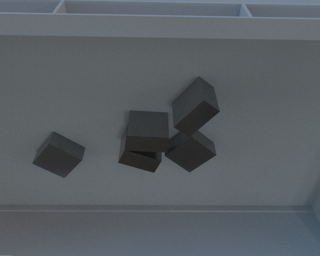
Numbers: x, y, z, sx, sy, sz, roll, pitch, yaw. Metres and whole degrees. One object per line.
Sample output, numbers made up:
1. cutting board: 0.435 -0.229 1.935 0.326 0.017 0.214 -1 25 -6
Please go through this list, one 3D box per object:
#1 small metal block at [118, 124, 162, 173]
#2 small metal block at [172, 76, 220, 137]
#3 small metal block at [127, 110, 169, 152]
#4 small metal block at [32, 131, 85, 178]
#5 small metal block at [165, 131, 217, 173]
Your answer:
1. small metal block: -0.026 0.027 0.416 0.050 0.050 0.025 18 128 -15
2. small metal block: 0.041 -0.026 0.372 0.025 0.050 0.050 32 123 -24
3. small metal block: -0.015 0.004 0.396 0.050 0.050 0.025 3 130 -3
4. small metal block: -0.143 0.039 0.440 0.050 0.025 0.050 32 123 -25
5. small metal block: 0.042 0.030 0.435 0.050 0.025 0.050 36 121 -27
